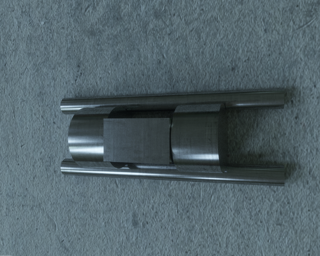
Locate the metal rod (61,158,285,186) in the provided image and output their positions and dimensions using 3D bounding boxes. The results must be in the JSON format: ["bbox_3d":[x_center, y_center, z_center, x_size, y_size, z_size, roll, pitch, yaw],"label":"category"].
[{"bbox_3d":[0.002,0.056,0.409,0.301,0.025,0.025,0,90,19],"label":"metal rod"}]

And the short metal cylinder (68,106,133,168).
[{"bbox_3d":[-0.075,0.012,0.407,0.050,0.080,0.080,-1,90,20],"label":"short metal cylinder"}]

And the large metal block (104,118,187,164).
[{"bbox_3d":[-0.014,0.014,0.383,0.080,0.080,0.050,0,90,20],"label":"large metal block"}]

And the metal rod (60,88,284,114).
[{"bbox_3d":[0.002,-0.033,0.410,0.301,0.025,0.025,0,90,19],"label":"metal rod"}]

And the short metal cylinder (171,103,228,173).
[{"bbox_3d":[0.049,0.012,0.363,0.050,0.080,0.080,-1,90,20],"label":"short metal cylinder"}]
